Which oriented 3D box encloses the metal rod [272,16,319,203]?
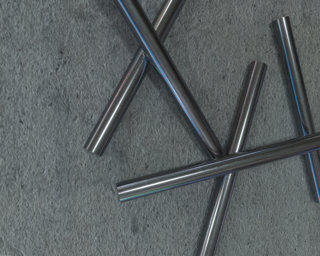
[{"bbox_3d":[0.226,-0.025,0.491,0.025,0.025,0.298,-18,96,-19],"label":"metal rod"}]

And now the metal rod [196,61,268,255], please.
[{"bbox_3d":[0.104,0.047,0.447,0.025,0.025,0.299,19,84,-19],"label":"metal rod"}]

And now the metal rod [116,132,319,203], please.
[{"bbox_3d":[0.092,0.049,0.418,0.302,0.025,0.025,-13,95,-11],"label":"metal rod"}]

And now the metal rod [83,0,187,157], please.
[{"bbox_3d":[-0.015,-0.102,0.403,0.025,0.025,0.299,30,80,-18],"label":"metal rod"}]

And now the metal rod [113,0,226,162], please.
[{"bbox_3d":[0.006,-0.077,0.387,0.025,0.025,0.299,-39,112,-16],"label":"metal rod"}]
